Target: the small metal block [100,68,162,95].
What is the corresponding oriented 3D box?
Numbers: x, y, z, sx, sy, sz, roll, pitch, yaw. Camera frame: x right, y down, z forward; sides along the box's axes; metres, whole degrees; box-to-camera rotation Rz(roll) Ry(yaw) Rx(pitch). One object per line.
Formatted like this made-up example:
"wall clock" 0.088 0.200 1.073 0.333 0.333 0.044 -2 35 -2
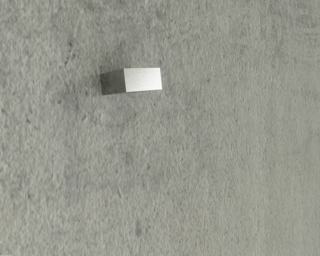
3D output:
"small metal block" -0.034 -0.054 0.361 0.050 0.050 0.025 -10 97 -40
